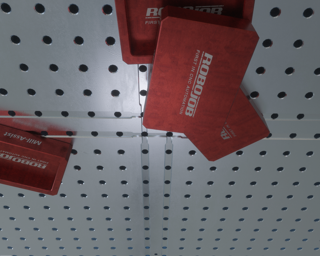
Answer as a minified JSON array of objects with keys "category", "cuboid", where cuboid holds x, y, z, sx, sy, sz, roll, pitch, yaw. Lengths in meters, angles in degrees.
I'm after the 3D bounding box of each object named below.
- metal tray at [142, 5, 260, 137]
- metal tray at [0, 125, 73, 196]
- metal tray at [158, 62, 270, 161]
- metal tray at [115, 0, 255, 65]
[{"category":"metal tray","cuboid":[0.035,-0.052,0.324,0.091,0.030,0.129,8,130,-7]},{"category":"metal tray","cuboid":[-0.202,0.046,0.445,0.131,0.030,0.089,18,128,-15]},{"category":"metal tray","cuboid":[0.069,-0.020,0.391,0.090,0.030,0.130,-29,125,22]},{"category":"metal tray","cuboid":[0.024,-0.113,0.312,0.131,0.030,0.090,-2,130,1]}]
